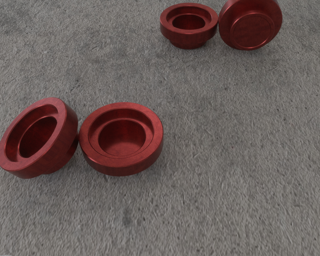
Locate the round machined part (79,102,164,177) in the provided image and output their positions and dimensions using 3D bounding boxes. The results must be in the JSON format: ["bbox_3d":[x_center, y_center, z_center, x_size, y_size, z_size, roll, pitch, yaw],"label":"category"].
[{"bbox_3d":[-0.045,0.017,0.377,0.099,0.042,0.098,0,50,0],"label":"round machined part"}]

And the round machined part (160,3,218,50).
[{"bbox_3d":[0.050,-0.173,0.536,0.099,0.042,0.098,-1,50,1],"label":"round machined part"}]

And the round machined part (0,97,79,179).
[{"bbox_3d":[-0.135,0.015,0.362,0.098,0.042,0.098,-16,50,21],"label":"round machined part"}]

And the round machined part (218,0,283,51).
[{"bbox_3d":[0.144,-0.163,0.494,0.099,0.097,0.042,3,50,2],"label":"round machined part"}]
